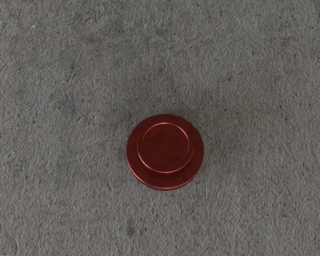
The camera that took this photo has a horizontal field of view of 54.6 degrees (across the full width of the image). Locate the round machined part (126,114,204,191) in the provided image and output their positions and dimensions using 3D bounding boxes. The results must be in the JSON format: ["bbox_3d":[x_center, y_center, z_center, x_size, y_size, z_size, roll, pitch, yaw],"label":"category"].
[{"bbox_3d":[0.007,0.027,0.389,0.099,0.042,0.098,0,70,0],"label":"round machined part"}]
